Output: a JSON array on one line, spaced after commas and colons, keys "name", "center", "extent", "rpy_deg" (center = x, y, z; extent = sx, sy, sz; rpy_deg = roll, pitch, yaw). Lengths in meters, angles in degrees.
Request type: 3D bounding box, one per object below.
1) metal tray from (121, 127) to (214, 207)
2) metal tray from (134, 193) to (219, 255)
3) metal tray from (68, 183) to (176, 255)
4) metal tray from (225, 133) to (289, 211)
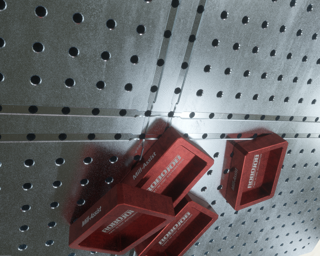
[{"name": "metal tray", "center": [0.007, 0.072, 0.455], "extent": [0.130, 0.030, 0.090], "rpy_deg": [-49, 129, 7]}, {"name": "metal tray", "center": [0.027, 0.174, 0.529], "extent": [0.130, 0.030, 0.090], "rpy_deg": [-48, 129, 6]}, {"name": "metal tray", "center": [-0.054, 0.129, 0.424], "extent": [0.090, 0.030, 0.129], "rpy_deg": [24, 127, -33]}, {"name": "metal tray", "center": [0.169, 0.079, 0.547], "extent": [0.091, 0.030, 0.129], "rpy_deg": [-13, 124, -21]}]
